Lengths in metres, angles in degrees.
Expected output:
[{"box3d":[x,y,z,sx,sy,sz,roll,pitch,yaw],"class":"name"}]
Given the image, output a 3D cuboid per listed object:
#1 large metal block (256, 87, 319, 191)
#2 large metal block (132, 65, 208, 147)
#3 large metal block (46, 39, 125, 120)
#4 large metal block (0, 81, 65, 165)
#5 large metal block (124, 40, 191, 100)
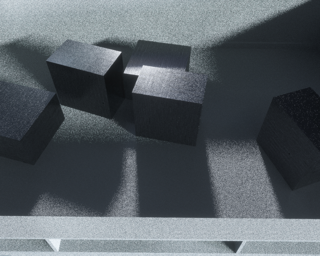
[{"box3d":[0.165,0.013,0.361,0.050,0.080,0.080,-16,52,-13],"class":"large metal block"},{"box3d":[0.013,-0.027,0.392,0.080,0.080,0.050,10,51,8],"class":"large metal block"},{"box3d":[-0.096,-0.066,0.423,0.080,0.080,0.050,16,52,13],"class":"large metal block"},{"box3d":[-0.182,-0.008,0.393,0.080,0.050,0.080,13,51,10],"class":"large metal block"},{"box3d":[-0.001,-0.082,0.457,0.080,0.050,0.080,9,51,7],"class":"large metal block"}]
